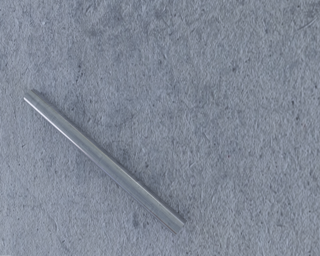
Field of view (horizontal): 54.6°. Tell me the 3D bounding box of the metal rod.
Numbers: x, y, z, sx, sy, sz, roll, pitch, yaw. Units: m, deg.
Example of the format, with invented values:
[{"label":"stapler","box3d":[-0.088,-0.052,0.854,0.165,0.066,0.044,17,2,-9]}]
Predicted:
[{"label":"metal rod","box3d":[-0.086,0.040,0.439,0.300,0.025,0.025,38,102,16]}]
